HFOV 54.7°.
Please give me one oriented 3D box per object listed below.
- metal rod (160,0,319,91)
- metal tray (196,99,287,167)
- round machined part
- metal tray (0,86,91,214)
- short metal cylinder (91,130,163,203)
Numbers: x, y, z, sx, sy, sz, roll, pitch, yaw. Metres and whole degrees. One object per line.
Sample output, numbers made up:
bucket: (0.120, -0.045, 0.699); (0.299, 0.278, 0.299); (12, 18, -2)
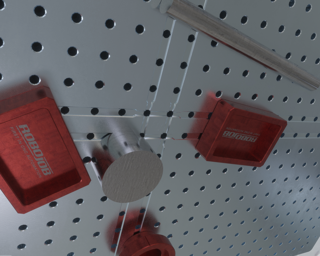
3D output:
metal rod: (0.128, -0.103, 0.417); (0.302, 0.025, 0.025); (15, 111, -34)
metal tray: (0.130, 0.012, 0.486); (0.131, 0.030, 0.089); (10, 113, -33)
round machined part: (-0.027, 0.213, 0.518); (0.099, 0.042, 0.097); (-14, 124, -21)
metal tray: (-0.142, 0.029, 0.347); (0.091, 0.030, 0.129); (-24, 127, -14)
short metal cylinder: (-0.043, 0.050, 0.403); (0.081, 0.050, 0.079); (-14, 124, -21)
